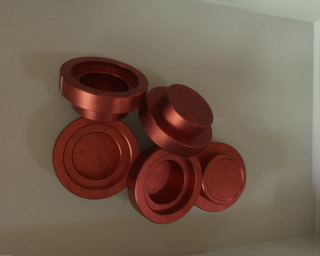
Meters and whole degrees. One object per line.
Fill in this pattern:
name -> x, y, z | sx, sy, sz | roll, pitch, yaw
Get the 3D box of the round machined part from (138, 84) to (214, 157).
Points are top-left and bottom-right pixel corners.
round machined part -> 0.026, -0.016, 0.381 | 0.099, 0.042, 0.098 | 24, 40, -22

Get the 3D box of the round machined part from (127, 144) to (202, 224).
round machined part -> 0.002, 0.066, 0.389 | 0.099, 0.042, 0.097 | -5, 99, -33

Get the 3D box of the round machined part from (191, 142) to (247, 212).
round machined part -> 0.079, 0.068, 0.430 | 0.099, 0.042, 0.097 | 0, 90, -21

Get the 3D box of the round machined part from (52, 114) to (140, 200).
round machined part -> -0.077, 0.033, 0.371 | 0.099, 0.042, 0.097 | 0, 90, -21

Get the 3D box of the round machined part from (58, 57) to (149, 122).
round machined part -> -0.066, -0.042, 0.357 | 0.099, 0.098, 0.042 | 3, 125, -20
